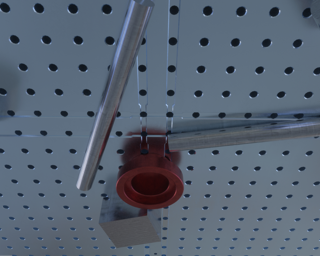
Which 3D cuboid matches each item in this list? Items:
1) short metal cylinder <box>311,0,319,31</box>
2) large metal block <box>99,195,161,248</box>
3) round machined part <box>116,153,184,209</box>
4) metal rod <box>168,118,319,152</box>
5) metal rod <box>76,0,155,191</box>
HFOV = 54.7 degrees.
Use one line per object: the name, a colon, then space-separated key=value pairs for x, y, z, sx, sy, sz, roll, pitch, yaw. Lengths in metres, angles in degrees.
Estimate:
short metal cylinder: x=0.190 y=-0.108 z=0.285 sx=0.080 sy=0.080 sz=0.050 roll=-32 pitch=123 yaw=24
large metal block: x=-0.048 y=0.156 z=0.527 sx=0.080 sy=0.050 sz=0.080 roll=-12 pitch=129 yaw=10
round machined part: x=-0.014 y=0.076 z=0.465 sx=0.099 sy=0.042 sz=0.097 roll=0 pitch=130 yaw=0
metal rod: x=0.162 y=0.004 z=0.416 sx=0.302 sy=0.025 sz=0.025 roll=-6 pitch=130 yaw=5
metal rod: x=-0.068 y=-0.018 z=0.395 sx=0.025 sy=0.025 sz=0.298 roll=15 pitch=129 yaw=-13
